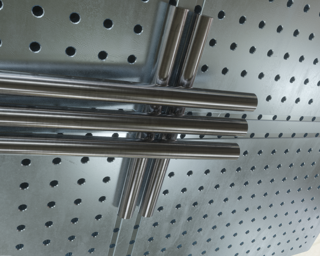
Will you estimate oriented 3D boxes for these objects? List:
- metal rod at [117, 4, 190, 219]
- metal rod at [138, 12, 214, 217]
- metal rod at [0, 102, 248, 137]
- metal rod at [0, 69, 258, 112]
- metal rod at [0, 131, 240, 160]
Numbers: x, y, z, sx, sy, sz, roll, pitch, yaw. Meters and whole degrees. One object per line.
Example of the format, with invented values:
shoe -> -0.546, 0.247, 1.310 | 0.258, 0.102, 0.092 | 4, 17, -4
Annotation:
metal rod -> -0.016, -0.003, 0.402 | 0.025, 0.025, 0.298 | 1, 118, -29
metal rod -> 0.014, 0.000, 0.421 | 0.025, 0.025, 0.298 | 1, 118, -29
metal rod -> -0.029, -0.007, 0.365 | 0.303, 0.025, 0.025 | 3, 117, -21
metal rod -> -0.022, -0.039, 0.350 | 0.303, 0.025, 0.025 | 2, 118, -21
metal rod -> -0.036, 0.024, 0.381 | 0.303, 0.025, 0.025 | 4, 117, -21
